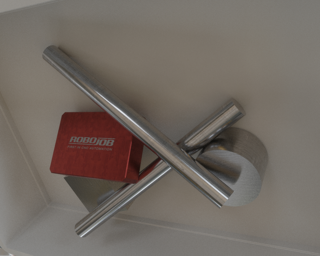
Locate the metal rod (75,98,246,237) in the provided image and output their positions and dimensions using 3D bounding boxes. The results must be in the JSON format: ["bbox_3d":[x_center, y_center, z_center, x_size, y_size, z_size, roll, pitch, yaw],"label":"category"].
[{"bbox_3d":[-0.015,0.065,0.406,0.299,0.025,0.025,-41,95,25],"label":"metal rod"}]

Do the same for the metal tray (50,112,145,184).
[{"bbox_3d":[-0.086,0.024,0.426,0.130,0.030,0.090,1,75,29],"label":"metal tray"}]

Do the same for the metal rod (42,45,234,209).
[{"bbox_3d":[-0.039,-0.012,0.380,0.300,0.025,0.025,39,130,17],"label":"metal rod"}]

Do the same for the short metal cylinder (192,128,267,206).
[{"bbox_3d":[0.085,0.047,0.373,0.080,0.050,0.079,13,124,20],"label":"short metal cylinder"}]

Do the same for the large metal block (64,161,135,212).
[{"bbox_3d":[-0.088,0.086,0.484,0.080,0.050,0.080,-21,108,35],"label":"large metal block"}]
